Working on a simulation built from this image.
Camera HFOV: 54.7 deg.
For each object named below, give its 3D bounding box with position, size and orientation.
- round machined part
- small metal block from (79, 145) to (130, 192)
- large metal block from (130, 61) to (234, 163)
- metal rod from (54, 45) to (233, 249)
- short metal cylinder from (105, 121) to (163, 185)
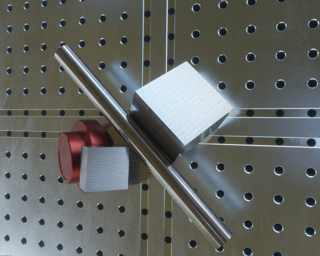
[{"bbox_3d":[-0.106,0.038,0.409,0.098,0.042,0.097,10,102,57],"label":"round machined part"},{"bbox_3d":[-0.065,0.046,0.363,0.025,0.050,0.050,5,93,60],"label":"small metal block"},{"bbox_3d":[0.023,-0.020,0.364,0.080,0.050,0.080,-35,75,-28],"label":"large metal block"},{"bbox_3d":[-0.028,0.012,0.365,0.025,0.025,0.300,-45,76,14],"label":"metal rod"},{"bbox_3d":[-0.032,0.031,0.406,0.080,0.050,0.079,0,90,20],"label":"short metal cylinder"}]
